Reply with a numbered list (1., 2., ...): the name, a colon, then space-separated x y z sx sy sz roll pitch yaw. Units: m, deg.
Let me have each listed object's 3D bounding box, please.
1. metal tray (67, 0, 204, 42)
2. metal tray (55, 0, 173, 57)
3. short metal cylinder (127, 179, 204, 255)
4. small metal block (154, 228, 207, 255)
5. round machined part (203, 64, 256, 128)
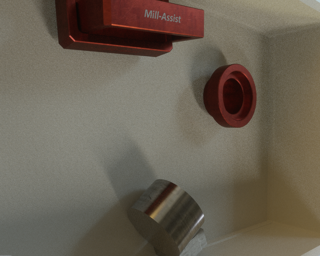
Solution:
1. metal tray: -0.026 -0.116 0.342 0.131 0.090 0.030 -8 101 -40
2. metal tray: -0.048 -0.132 0.349 0.131 0.030 0.089 -5 90 -38
3. short metal cylinder: 0.007 0.109 0.379 0.050 0.080 0.080 -43 117 -32
4. small metal block: 0.026 0.152 0.414 0.050 0.050 0.025 -28 111 -37
5. round machined part: 0.106 -0.049 0.487 0.099 0.042 0.097 0 90 -40
